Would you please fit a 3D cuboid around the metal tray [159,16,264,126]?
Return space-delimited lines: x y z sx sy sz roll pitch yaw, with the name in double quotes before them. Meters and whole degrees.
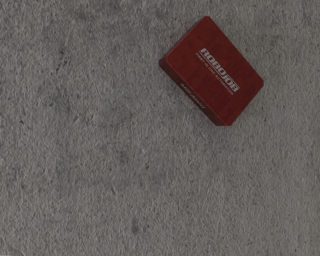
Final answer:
"metal tray" 0.074 -0.076 0.433 0.130 0.030 0.090 45 76 -15
